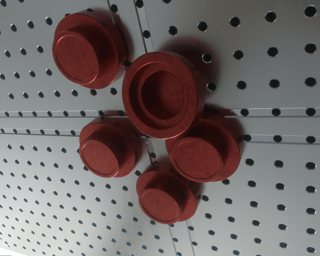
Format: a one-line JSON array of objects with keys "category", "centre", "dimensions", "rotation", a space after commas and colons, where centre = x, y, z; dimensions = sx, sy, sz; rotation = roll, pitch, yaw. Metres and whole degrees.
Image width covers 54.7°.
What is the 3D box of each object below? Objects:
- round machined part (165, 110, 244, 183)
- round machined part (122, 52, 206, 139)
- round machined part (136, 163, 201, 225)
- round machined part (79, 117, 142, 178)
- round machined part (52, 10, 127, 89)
[{"category": "round machined part", "centre": [0.052, 0.030, 0.391], "dimensions": [0.098, 0.042, 0.097], "rotation": [13, 124, 20]}, {"category": "round machined part", "centre": [0.008, -0.039, 0.360], "dimensions": [0.098, 0.042, 0.097], "rotation": [8, 107, 29]}, {"category": "round machined part", "centre": [0.007, 0.103, 0.459], "dimensions": [0.098, 0.042, 0.097], "rotation": [13, 124, 20]}, {"category": "round machined part", "centre": [-0.081, 0.035, 0.463], "dimensions": [0.098, 0.042, 0.097], "rotation": [13, 124, 20]}, {"category": "round machined part", "centre": [-0.095, -0.094, 0.390], "dimensions": [0.098, 0.042, 0.097], "rotation": [13, 124, 20]}]
